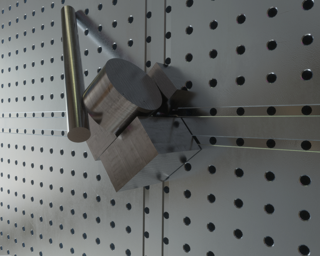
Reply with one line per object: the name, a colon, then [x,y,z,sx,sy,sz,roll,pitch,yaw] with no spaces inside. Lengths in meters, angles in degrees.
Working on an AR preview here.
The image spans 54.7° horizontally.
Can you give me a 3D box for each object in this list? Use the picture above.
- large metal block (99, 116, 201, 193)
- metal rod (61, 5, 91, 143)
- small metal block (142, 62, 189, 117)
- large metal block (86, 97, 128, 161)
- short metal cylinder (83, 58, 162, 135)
large metal block: [-0.012,0.031,0.379,0.080,0.081,0.050,-45,64,30]
metal rod: [-0.125,-0.097,0.442,0.025,0.025,0.300,-49,40,29]
small metal block: [0.002,-0.049,0.407,0.050,0.025,0.050,-49,62,28]
large metal block: [-0.059,-0.006,0.421,0.050,0.081,0.080,-45,63,30]
short metal cylinder: [-0.045,-0.038,0.375,0.050,0.081,0.080,-44,64,31]
